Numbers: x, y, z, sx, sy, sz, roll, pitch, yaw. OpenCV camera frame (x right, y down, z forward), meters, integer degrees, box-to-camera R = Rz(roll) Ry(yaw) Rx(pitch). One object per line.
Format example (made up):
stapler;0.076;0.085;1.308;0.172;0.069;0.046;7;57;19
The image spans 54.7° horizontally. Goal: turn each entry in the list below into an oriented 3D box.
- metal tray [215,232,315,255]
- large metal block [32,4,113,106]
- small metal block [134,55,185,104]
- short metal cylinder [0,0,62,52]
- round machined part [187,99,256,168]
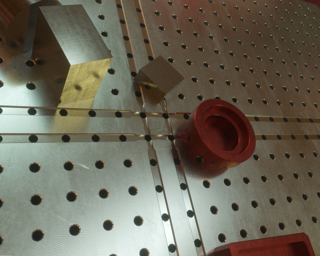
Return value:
metal tray;0.136;0.179;0.368;0.131;0.030;0.090;3;60;-27
large metal block;-0.107;-0.085;0.367;0.050;0.080;0.080;-21;73;-36
small metal block;-0.001;-0.071;0.451;0.050;0.025;0.050;44;51;2
short metal cylinder;-0.163;-0.138;0.369;0.050;0.080;0.080;48;51;5
round machined part;0.081;0.011;0.434;0.099;0.042;0.098;14;56;-21
